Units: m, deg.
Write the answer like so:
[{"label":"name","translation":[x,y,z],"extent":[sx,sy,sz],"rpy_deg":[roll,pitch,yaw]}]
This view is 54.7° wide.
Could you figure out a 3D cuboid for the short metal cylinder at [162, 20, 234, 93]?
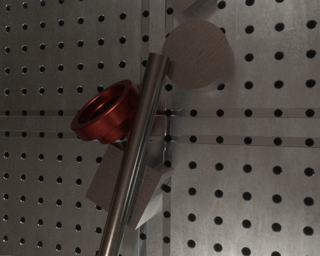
[{"label":"short metal cylinder","translation":[0.048,-0.085,0.382],"extent":[0.080,0.050,0.079],"rpy_deg":[0,90,19]}]

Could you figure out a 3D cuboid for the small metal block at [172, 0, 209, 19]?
[{"label":"small metal block","translation":[0.037,-0.179,0.399],"extent":[0.050,0.025,0.050],"rpy_deg":[-38,78,15]}]

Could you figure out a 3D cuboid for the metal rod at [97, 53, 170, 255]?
[{"label":"metal rod","translation":[-0.038,0.060,0.371],"extent":[0.025,0.025,0.298],"rpy_deg":[17,95,19]}]

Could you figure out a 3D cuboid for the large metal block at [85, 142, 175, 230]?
[{"label":"large metal block","translation":[-0.039,0.073,0.412],"extent":[0.080,0.050,0.080],"rpy_deg":[28,99,17]}]

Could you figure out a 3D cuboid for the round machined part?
[{"label":"round machined part","translation":[-0.064,-0.017,0.406],"extent":[0.098,0.098,0.042],"rpy_deg":[-29,117,17]}]
